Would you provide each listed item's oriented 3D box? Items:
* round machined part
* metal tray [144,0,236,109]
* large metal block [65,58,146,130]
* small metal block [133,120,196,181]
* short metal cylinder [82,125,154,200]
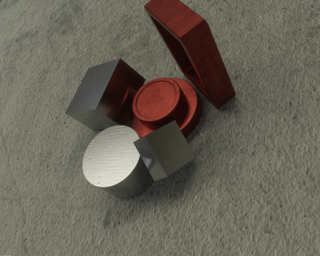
[{"bbox_3d":[0.003,-0.028,0.410,0.098,0.042,0.098,-13,56,20],"label":"round machined part"},{"bbox_3d":[0.039,-0.089,0.370,0.030,0.130,0.090,-38,51,3],"label":"metal tray"},{"bbox_3d":[-0.077,-0.045,0.440,0.080,0.050,0.080,-3,59,46],"label":"large metal block"},{"bbox_3d":[0.006,0.025,0.356,0.025,0.050,0.050,-29,89,49],"label":"small metal block"},{"bbox_3d":[-0.048,0.043,0.387,0.080,0.050,0.080,-13,56,20],"label":"short metal cylinder"}]
